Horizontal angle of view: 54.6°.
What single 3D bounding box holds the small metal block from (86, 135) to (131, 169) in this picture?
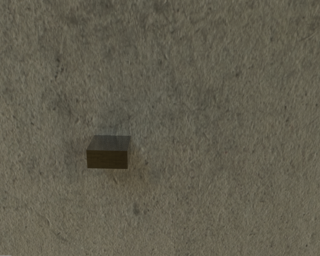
[{"bbox_3d":[-0.065,0.031,0.407,0.050,0.050,0.025,1,110,-1],"label":"small metal block"}]
